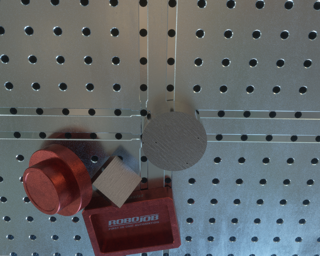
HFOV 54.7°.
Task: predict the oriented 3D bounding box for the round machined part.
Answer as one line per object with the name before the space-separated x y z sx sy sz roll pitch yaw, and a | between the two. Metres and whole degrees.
round machined part | -0.140 0.074 0.407 0.098 0.042 0.097 12 115 28

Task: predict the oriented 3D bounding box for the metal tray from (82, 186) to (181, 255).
metal tray | -0.040 0.142 0.462 0.131 0.030 0.089 -9 110 3

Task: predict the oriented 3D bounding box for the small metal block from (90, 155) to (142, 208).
small metal block | -0.062 0.073 0.426 0.050 0.025 0.050 46 64 -15

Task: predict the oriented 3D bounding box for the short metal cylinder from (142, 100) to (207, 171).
short metal cylinder | 0.018 0.009 0.403 0.081 0.050 0.079 0 110 0
